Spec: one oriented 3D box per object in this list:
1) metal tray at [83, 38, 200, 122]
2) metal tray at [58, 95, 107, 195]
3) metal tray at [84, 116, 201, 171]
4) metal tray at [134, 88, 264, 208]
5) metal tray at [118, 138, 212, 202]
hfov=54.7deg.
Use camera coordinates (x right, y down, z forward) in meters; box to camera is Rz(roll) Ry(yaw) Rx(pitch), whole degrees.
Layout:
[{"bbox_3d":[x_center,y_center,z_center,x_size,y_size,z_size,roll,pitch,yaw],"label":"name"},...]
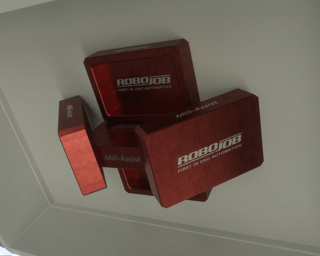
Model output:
[{"bbox_3d":[-0.022,-0.054,0.381,0.130,0.030,0.089,-1,119,27],"label":"metal tray"},{"bbox_3d":[-0.105,0.017,0.414,0.030,0.130,0.089,-18,115,-9],"label":"metal tray"},{"bbox_3d":[-0.025,0.013,0.386,0.130,0.090,0.030,0,118,27],"label":"metal tray"},{"bbox_3d":[0.047,0.020,0.335,0.030,0.131,0.089,-139,32,-60],"label":"metal tray"},{"bbox_3d":[0.002,0.053,0.433,0.130,0.030,0.089,0,119,27],"label":"metal tray"}]
